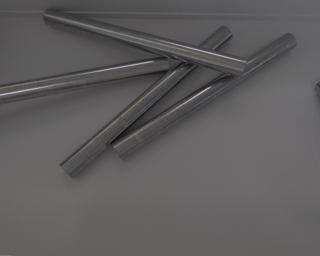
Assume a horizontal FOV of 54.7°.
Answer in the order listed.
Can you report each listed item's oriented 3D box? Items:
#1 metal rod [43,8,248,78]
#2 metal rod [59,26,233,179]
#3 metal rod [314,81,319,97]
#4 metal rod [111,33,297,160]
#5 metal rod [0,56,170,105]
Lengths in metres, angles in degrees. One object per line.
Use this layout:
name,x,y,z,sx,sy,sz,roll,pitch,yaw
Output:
metal rod,-0.029,-0.123,0.435,0.301,0.025,0.025,18,71,13
metal rod,-0.010,-0.044,0.425,0.301,0.025,0.025,-42,76,-14
metal rod,0.250,0.043,0.327,0.025,0.025,0.300,-8,44,-3
metal rod,0.068,-0.049,0.427,0.301,0.025,0.025,-33,74,-12
metal rod,-0.135,-0.059,0.416,0.302,0.025,0.025,-12,71,-10
